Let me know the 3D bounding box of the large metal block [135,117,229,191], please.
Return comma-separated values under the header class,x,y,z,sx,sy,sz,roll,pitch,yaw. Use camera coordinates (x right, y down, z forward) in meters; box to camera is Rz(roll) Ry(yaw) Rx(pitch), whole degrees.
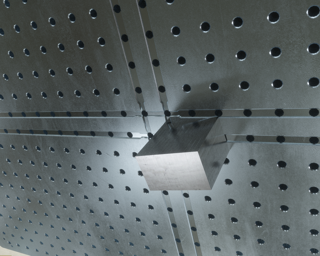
class,x,y,z,sx,sy,sz,roll,pitch,yaw
large metal block,0.030,0.031,0.379,0.080,0.080,0.050,-8,115,31
